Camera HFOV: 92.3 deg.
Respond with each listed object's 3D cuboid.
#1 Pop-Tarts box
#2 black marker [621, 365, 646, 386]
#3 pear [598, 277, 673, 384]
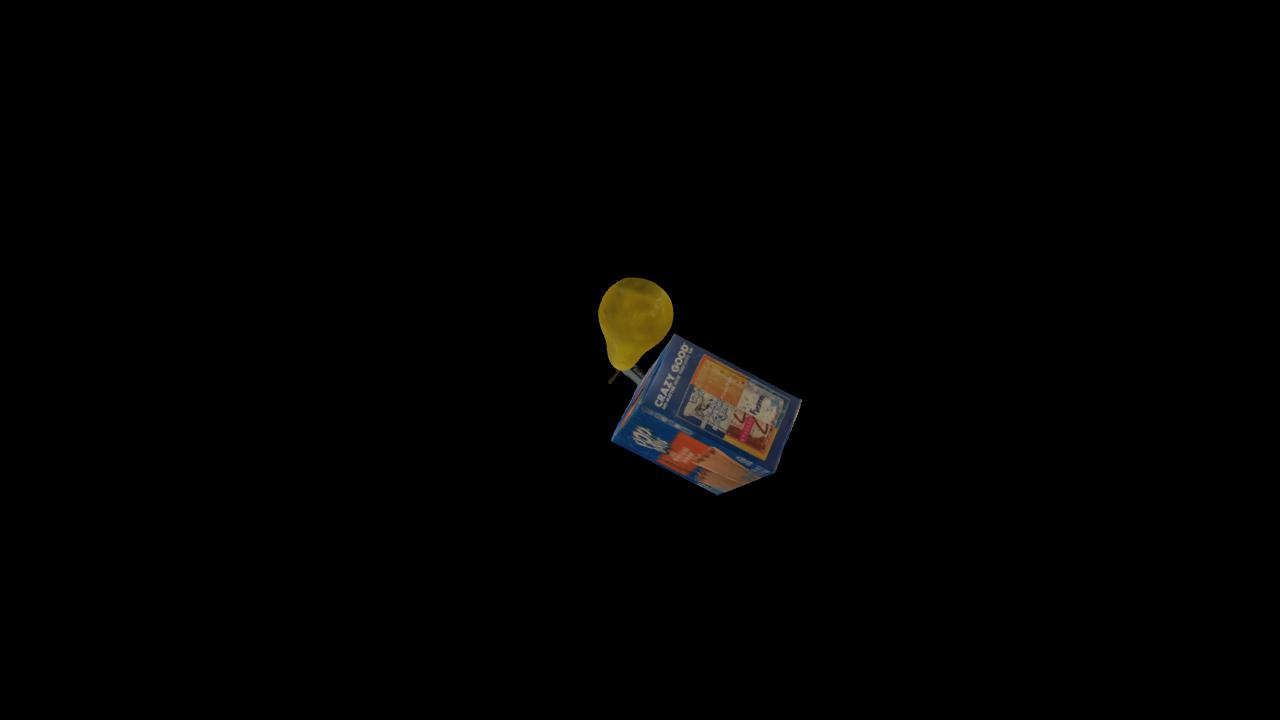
[{"bbox_3d":[0.060,0.066,0.642,0.141,0.083,0.167,28,-23,-2],"label":"Pop-Tarts box"},{"bbox_3d":[0.018,0.040,0.747,0.020,0.020,0.121,0,33,-46],"label":"black marker"},{"bbox_3d":[-0.008,-0.026,0.631,0.080,0.111,0.080,8,33,-5],"label":"pear"}]
